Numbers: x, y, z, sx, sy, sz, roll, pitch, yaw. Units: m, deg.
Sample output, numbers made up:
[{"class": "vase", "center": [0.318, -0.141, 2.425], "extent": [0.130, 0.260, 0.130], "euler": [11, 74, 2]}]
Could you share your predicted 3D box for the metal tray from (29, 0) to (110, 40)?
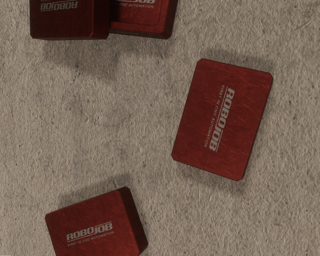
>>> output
[{"class": "metal tray", "center": [-0.128, -0.169, 0.427], "extent": [0.130, 0.030, 0.089], "euler": [10, 102, 33]}]

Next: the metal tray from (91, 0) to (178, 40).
[{"class": "metal tray", "center": [-0.043, -0.174, 0.420], "extent": [0.130, 0.030, 0.089], "euler": [12, 94, 19]}]

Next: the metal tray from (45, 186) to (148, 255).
[{"class": "metal tray", "center": [-0.092, 0.145, 0.437], "extent": [0.130, 0.030, 0.090], "euler": [-22, 83, 18]}]

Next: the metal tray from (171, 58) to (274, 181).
[{"class": "metal tray", "center": [0.075, -0.011, 0.379], "extent": [0.090, 0.030, 0.129], "euler": [17, 96, 18]}]
